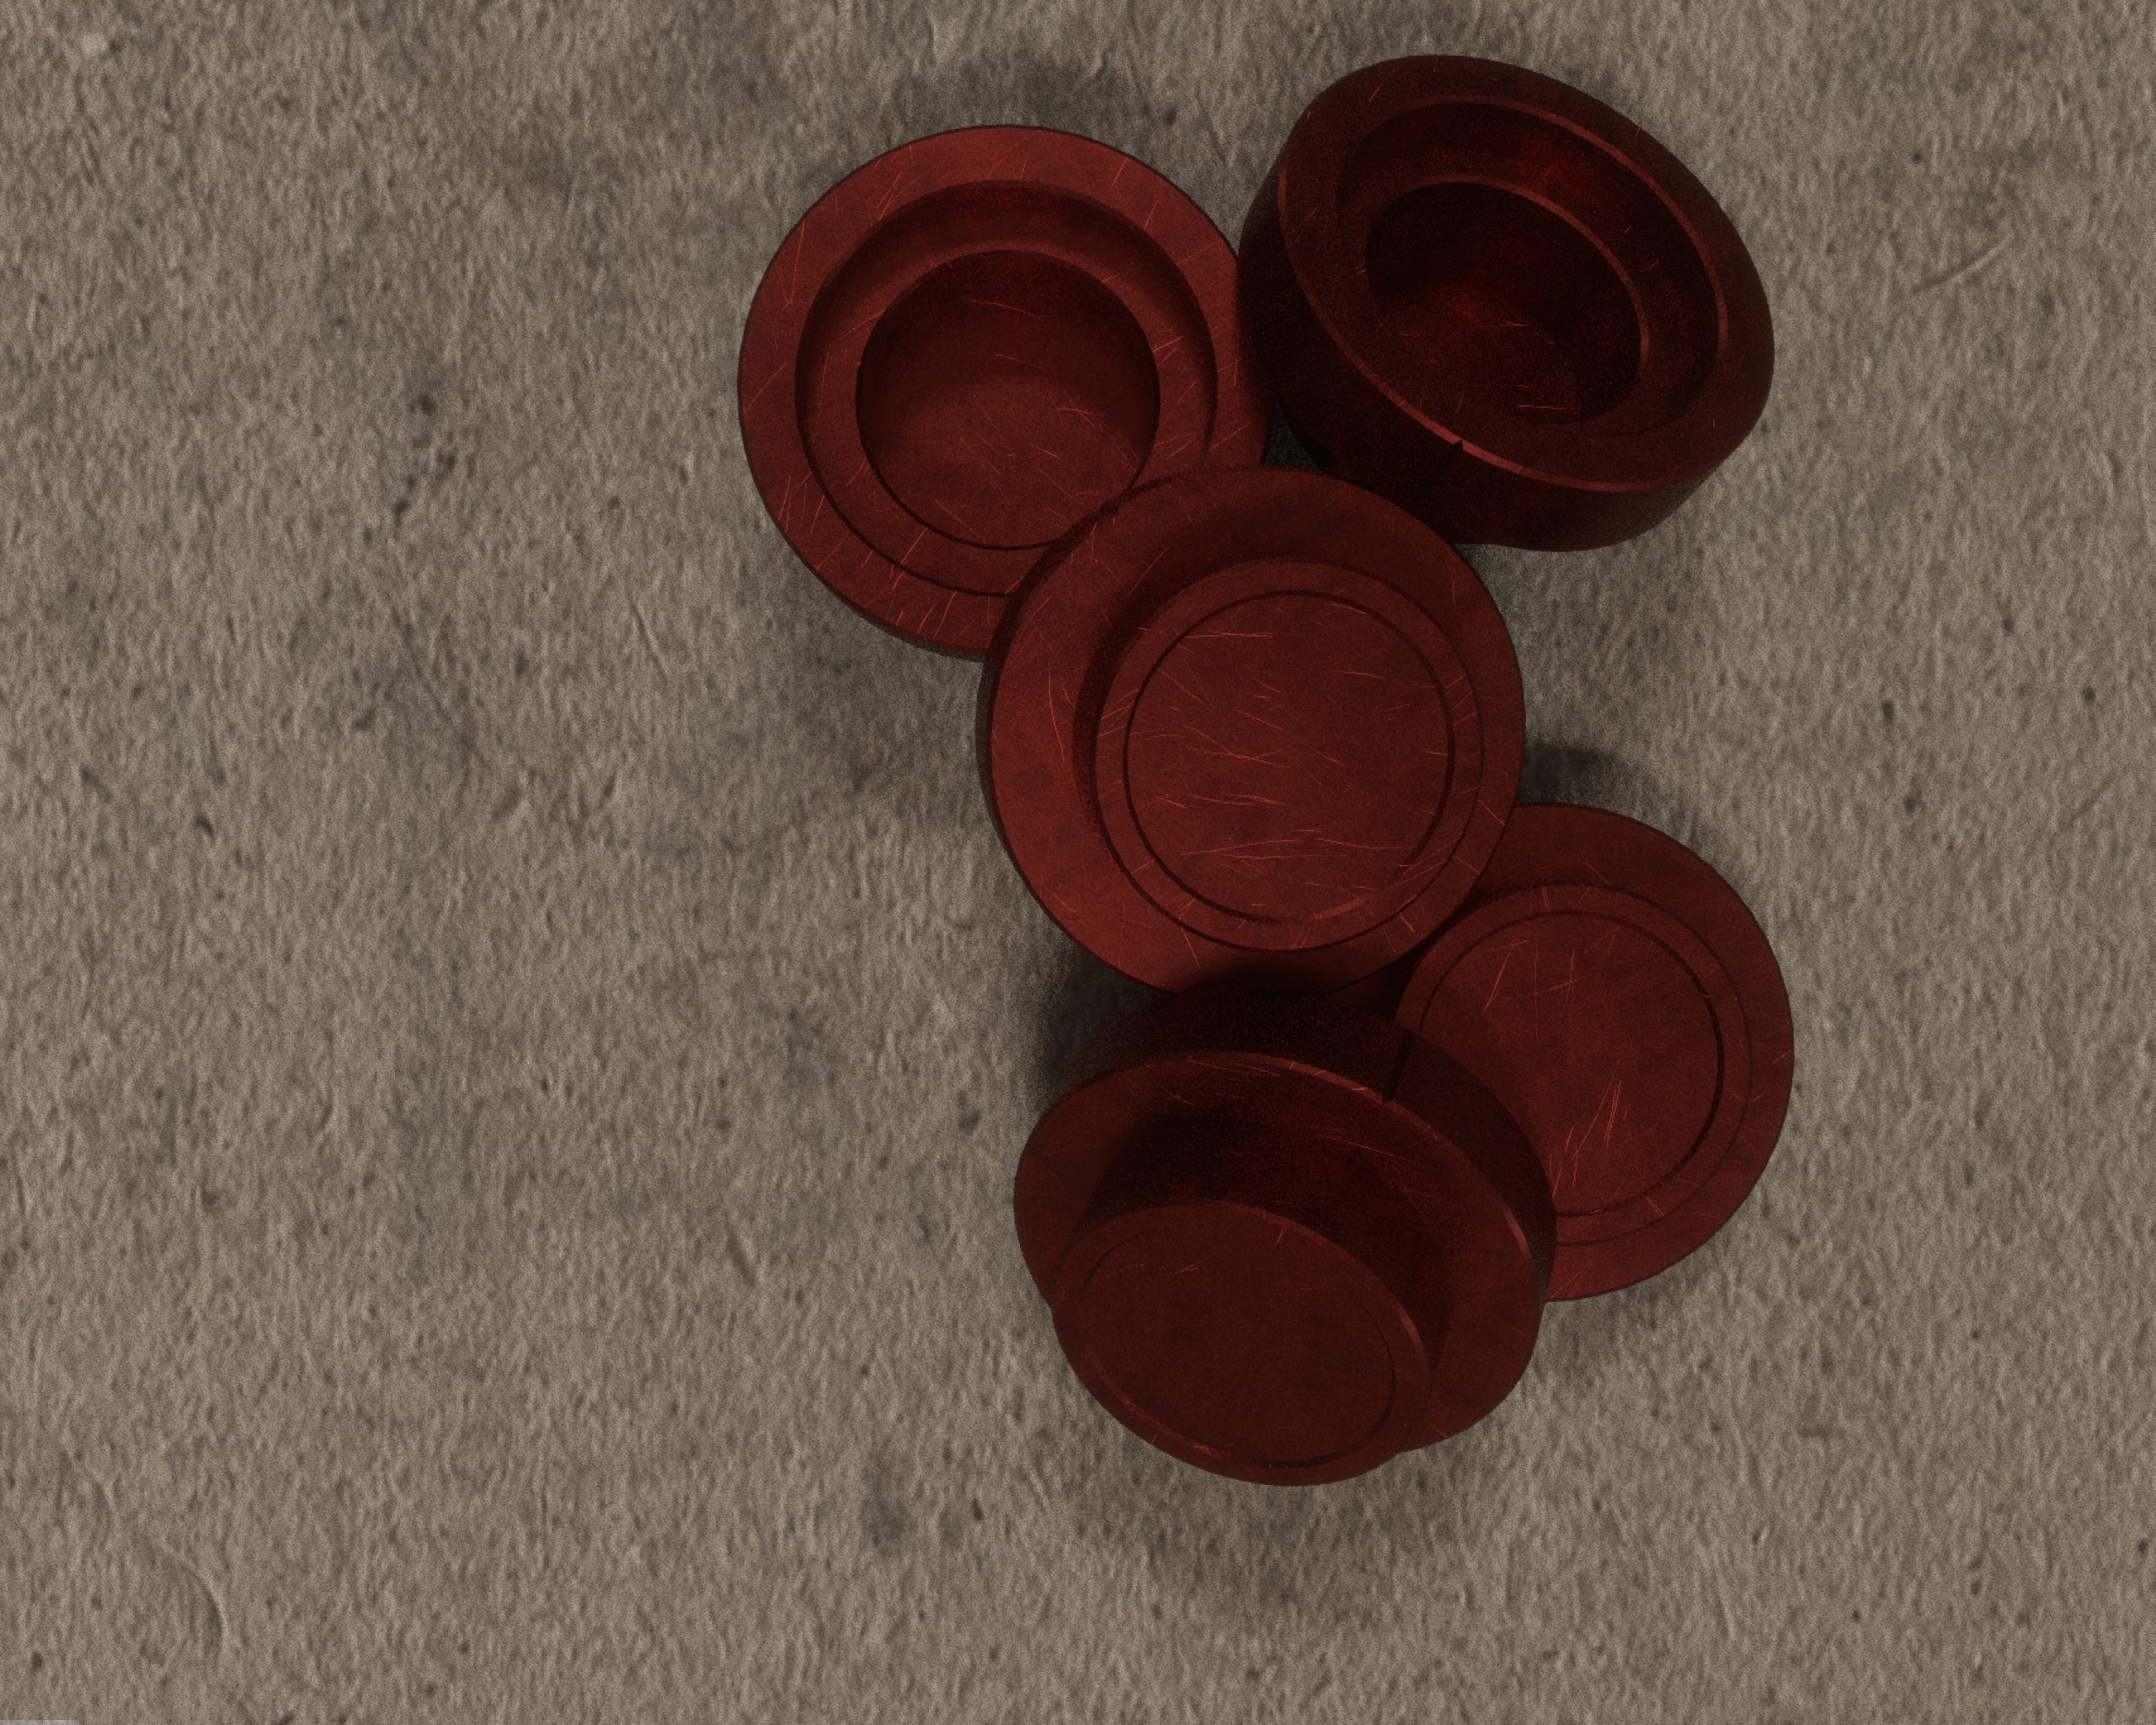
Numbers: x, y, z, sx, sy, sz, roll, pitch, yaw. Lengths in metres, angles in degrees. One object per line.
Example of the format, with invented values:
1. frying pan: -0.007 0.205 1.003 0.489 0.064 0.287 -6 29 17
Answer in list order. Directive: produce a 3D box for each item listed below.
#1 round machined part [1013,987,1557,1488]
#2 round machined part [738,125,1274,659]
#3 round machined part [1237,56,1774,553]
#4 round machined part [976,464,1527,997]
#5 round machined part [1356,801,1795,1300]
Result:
1. round machined part: 0.034 0.074 0.378 0.098 0.042 0.097 11 125 16
2. round machined part: -0.013 -0.087 0.402 0.099 0.042 0.097 0 90 -1
3. round machined part: 0.075 -0.099 0.390 0.099 0.042 0.098 8 63 -16
4. round machined part: 0.033 -0.021 0.370 0.099 0.042 0.097 -2 101 -8
5. round machined part: 0.090 0.037 0.404 0.099 0.042 0.097 0 90 -1
